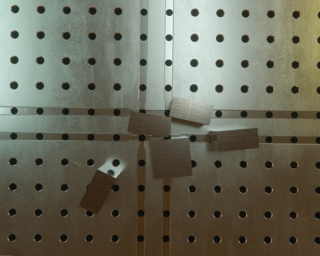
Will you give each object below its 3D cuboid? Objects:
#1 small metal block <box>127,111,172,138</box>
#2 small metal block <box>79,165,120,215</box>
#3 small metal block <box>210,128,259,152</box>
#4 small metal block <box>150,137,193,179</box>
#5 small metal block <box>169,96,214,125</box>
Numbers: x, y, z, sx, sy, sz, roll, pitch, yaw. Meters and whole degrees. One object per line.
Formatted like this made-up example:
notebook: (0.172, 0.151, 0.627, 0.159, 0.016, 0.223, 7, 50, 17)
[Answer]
small metal block: (-0.013, -0.005, 0.401, 0.050, 0.050, 0.025, 9, 90, -1)
small metal block: (-0.076, 0.078, 0.400, 0.025, 0.050, 0.050, 27, 90, 0)
small metal block: (0.095, 0.014, 0.402, 0.050, 0.050, 0.025, -5, 90, -1)
small metal block: (0.015, 0.039, 0.414, 0.050, 0.025, 0.050, -6, 90, -1)
small metal block: (0.038, -0.021, 0.401, 0.050, 0.050, 0.025, 12, 90, -1)
